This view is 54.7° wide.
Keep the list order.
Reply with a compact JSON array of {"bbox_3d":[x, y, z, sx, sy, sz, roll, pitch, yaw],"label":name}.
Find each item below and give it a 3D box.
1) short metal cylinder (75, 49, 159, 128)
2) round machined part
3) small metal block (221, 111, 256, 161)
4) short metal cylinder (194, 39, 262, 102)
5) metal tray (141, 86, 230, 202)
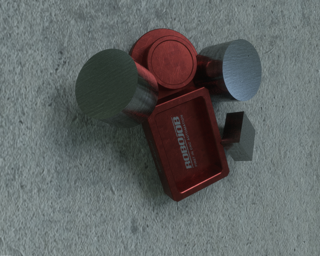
[{"bbox_3d":[-0.049,-0.043,0.356,0.050,0.080,0.080,26,78,-63],"label":"short metal cylinder"},{"bbox_3d":[0.009,-0.082,0.405,0.099,0.042,0.097,0,90,-20],"label":"round machined part"},{"bbox_3d":[0.111,0.012,0.433,0.050,0.025,0.050,47,49,-41],"label":"small metal block"},{"bbox_3d":[0.092,-0.075,0.420,0.081,0.050,0.079,-2,93,-38],"label":"short metal cylinder"},{"bbox_3d":[0.034,0.020,0.408,0.091,0.030,0.129,-23,107,-19],"label":"metal tray"}]
